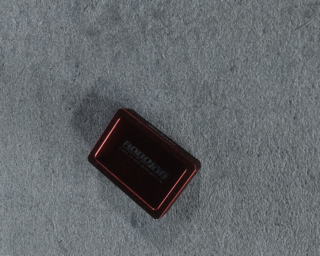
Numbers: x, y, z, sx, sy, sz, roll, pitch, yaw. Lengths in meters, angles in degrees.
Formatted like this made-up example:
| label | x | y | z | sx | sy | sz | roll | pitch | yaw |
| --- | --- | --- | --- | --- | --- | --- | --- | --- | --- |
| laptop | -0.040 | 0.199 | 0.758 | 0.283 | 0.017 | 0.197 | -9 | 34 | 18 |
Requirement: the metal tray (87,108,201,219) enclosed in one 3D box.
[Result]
| label | x | y | z | sx | sy | sz | roll | pitch | yaw |
| --- | --- | --- | --- | --- | --- | --- | --- | --- | --- |
| metal tray | -0.023 | 0.045 | 0.415 | 0.130 | 0.030 | 0.090 | 38 | 102 | 15 |
